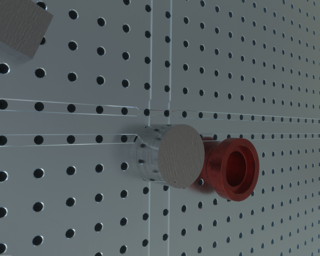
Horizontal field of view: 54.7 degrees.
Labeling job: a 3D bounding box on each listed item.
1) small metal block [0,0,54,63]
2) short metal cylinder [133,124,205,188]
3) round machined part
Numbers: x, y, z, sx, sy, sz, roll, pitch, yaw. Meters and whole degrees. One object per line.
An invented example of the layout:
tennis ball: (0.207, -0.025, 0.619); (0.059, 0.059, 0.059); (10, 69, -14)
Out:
small metal block: (-0.138, -0.098, 0.293); (0.050, 0.025, 0.050); (30, 72, -36)
short metal cylinder: (0.012, 0.035, 0.403); (0.081, 0.050, 0.079); (0, 90, -40)
round machined part: (0.112, 0.064, 0.492); (0.099, 0.042, 0.097); (0, 90, -40)
